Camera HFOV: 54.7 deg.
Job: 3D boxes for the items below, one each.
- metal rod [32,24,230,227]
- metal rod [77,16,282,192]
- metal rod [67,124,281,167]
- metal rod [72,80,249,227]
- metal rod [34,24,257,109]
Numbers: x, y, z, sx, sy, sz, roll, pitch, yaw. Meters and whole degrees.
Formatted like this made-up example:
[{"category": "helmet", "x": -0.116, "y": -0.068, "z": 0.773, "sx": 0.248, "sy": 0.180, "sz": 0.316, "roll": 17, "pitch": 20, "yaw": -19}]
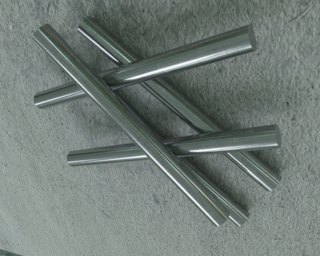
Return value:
[{"category": "metal rod", "x": -0.029, "y": 0.001, "z": 0.358, "sx": 0.300, "sy": 0.025, "sz": 0.025, "roll": 46, "pitch": 129, "yaw": -5}, {"category": "metal rod", "x": 0.023, "y": -0.029, "z": 0.376, "sx": 0.300, "sy": 0.025, "sz": 0.025, "roll": 40, "pitch": 129, "yaw": 0}, {"category": "metal rod", "x": -0.005, "y": 0.028, "z": 0.395, "sx": 0.300, "sy": 0.025, "sz": 0.025, "roll": -9, "pitch": 114, "yaw": 31}, {"category": "metal rod", "x": 0.001, "y": 0.026, "z": 0.421, "sx": 0.300, "sy": 0.025, "sz": 0.025, "roll": 42, "pitch": 129, "yaw": -1}, {"category": "metal rod", "x": -0.042, "y": -0.060, "z": 0.360, "sx": 0.300, "sy": 0.025, "sz": 0.025, "roll": -10, "pitch": 114, "yaw": 32}]
